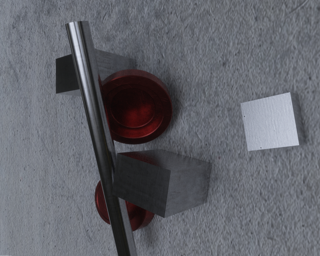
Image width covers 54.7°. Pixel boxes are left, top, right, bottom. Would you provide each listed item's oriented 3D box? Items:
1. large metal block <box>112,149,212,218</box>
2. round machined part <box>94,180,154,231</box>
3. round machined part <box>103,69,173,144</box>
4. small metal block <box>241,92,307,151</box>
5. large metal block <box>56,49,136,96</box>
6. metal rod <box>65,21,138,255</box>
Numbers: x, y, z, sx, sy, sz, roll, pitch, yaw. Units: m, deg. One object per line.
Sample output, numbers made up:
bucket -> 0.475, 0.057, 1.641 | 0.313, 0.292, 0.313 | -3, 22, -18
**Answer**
large metal block -> 0.003, 0.060, 0.367 | 0.080, 0.081, 0.050 | 12, 98, 39
round machined part -> -0.055, 0.099, 0.439 | 0.098, 0.042, 0.097 | 0, 90, 40
round machined part -> -0.034, -0.030, 0.399 | 0.097, 0.098, 0.042 | -55, 20, 26
small metal block -> 0.113, -0.005, 0.311 | 0.050, 0.025, 0.050 | -12, 83, 39
large metal block -> -0.091, -0.074, 0.443 | 0.080, 0.081, 0.050 | -3, 87, 40
metal rod -> -0.066, 0.029, 0.370 | 0.025, 0.025, 0.298 | 2, 108, 40
